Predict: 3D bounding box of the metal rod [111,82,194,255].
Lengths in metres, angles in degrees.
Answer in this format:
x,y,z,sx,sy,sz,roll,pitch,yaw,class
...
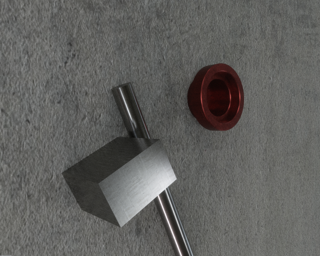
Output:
x,y,z,sx,sy,sz,roll,pitch,yaw,class
0.002,0.085,0.408,0.025,0.025,0.298,-31,110,-36,metal rod

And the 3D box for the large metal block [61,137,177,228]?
x,y,z,sx,sy,sz,roll,pitch,yaw,class
-0.044,0.052,0.334,0.081,0.080,0.050,-35,112,-35,large metal block

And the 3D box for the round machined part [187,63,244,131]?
x,y,z,sx,sy,sz,roll,pitch,yaw,class
0.079,-0.045,0.463,0.099,0.042,0.097,0,90,-40,round machined part
